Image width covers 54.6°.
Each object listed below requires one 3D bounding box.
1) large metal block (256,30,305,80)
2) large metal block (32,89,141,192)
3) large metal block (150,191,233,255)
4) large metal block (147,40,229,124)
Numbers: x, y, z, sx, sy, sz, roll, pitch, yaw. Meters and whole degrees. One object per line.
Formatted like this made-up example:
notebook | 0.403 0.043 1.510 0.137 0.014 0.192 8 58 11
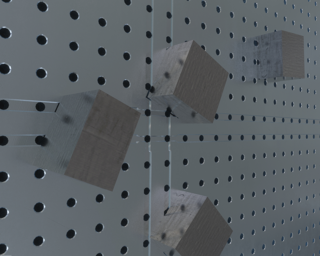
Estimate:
large metal block | 0.226 -0.132 0.580 0.081 0.050 0.080 -5 93 -40
large metal block | -0.074 0.012 0.310 0.050 0.080 0.080 30 71 -36
large metal block | 0.046 0.147 0.430 0.080 0.050 0.080 -51 120 -28
large metal block | 0.041 -0.059 0.426 0.080 0.050 0.080 32 70 -35
